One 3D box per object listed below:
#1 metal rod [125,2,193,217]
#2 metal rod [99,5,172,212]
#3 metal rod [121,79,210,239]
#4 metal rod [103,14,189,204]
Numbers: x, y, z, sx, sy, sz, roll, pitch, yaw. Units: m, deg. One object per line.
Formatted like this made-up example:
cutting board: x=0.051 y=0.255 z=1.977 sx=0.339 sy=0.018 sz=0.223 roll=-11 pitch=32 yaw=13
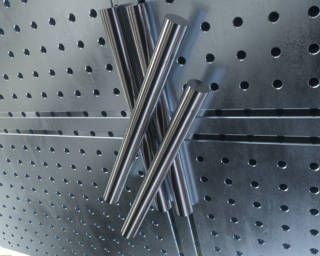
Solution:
metal rod: x=0.005 y=-0.005 z=0.406 sx=0.025 sy=0.025 sz=0.298 roll=1 pitch=119 yaw=28
metal rod: x=-0.026 y=-0.008 z=0.421 sx=0.025 sy=0.025 sz=0.298 roll=1 pitch=119 yaw=28
metal rod: x=-0.005 y=0.063 z=0.421 sx=0.025 sy=0.025 sz=0.298 roll=30 pitch=128 yaw=9
metal rod: x=-0.030 y=0.001 z=0.397 sx=0.025 sy=0.025 sz=0.298 roll=30 pitch=128 yaw=9
